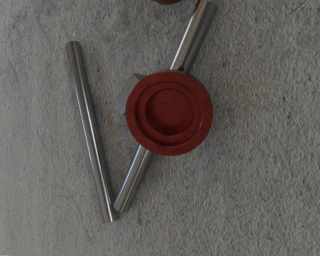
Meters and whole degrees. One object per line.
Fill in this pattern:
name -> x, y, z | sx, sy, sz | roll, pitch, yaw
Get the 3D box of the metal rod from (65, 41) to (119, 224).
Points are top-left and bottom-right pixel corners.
metal rod -> -0.111, -0.001, 0.496 | 0.025, 0.025, 0.299 | -24, 75, 37

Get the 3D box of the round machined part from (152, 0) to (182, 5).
round machined part -> 0.018, -0.200, 0.379 | 0.098, 0.042, 0.097 | 0, 90, 40

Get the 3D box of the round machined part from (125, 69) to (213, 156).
round machined part -> 0.012, -0.020, 0.365 | 0.098, 0.042, 0.097 | 3, 106, 9

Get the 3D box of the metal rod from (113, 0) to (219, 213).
metal rod -> 0.000, -0.015, 0.404 | 0.025, 0.025, 0.298 | 36, 112, 34

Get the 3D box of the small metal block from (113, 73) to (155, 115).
small metal block -> -0.025, -0.042, 0.409 | 0.050, 0.050, 0.025 | -51, 60, 28
